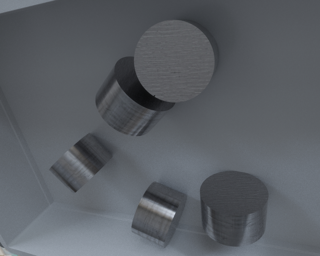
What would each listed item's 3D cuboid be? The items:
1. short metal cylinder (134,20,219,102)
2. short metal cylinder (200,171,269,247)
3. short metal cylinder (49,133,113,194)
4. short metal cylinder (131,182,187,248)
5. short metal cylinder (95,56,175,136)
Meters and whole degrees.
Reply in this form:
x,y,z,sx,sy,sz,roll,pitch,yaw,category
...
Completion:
x,y,z,sx,sy,sz,roll,pitch,yaw,category
0.019,-0.072,0.326,0.080,0.050,0.079,5,110,14,short metal cylinder
0.091,0.098,0.386,0.080,0.080,0.050,8,122,24,short metal cylinder
-0.118,0.053,0.468,0.050,0.080,0.080,47,129,-4,short metal cylinder
0.000,0.125,0.450,0.050,0.080,0.079,21,126,16,short metal cylinder
-0.028,-0.037,0.365,0.080,0.080,0.050,43,129,-1,short metal cylinder
